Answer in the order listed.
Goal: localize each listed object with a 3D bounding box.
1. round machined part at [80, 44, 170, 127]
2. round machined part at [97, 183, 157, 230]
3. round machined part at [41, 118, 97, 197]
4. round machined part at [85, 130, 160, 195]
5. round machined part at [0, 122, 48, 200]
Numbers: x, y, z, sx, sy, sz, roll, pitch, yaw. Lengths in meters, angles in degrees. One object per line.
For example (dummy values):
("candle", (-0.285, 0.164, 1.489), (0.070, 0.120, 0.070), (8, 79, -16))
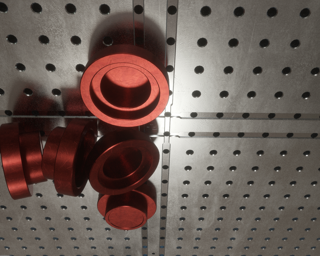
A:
("round machined part", (-0.038, -0.051, 0.356), (0.099, 0.042, 0.097), (-1, 130, 0))
("round machined part", (-0.055, 0.133, 0.513), (0.099, 0.042, 0.097), (-1, 130, 0))
("round machined part", (-0.115, 0.034, 0.392), (0.042, 0.098, 0.097), (10, 130, 2))
("round machined part", (-0.054, 0.041, 0.418), (0.099, 0.042, 0.097), (-18, 134, -20))
("round machined part", (-0.172, 0.039, 0.399), (0.042, 0.098, 0.097), (-10, 133, -19))
